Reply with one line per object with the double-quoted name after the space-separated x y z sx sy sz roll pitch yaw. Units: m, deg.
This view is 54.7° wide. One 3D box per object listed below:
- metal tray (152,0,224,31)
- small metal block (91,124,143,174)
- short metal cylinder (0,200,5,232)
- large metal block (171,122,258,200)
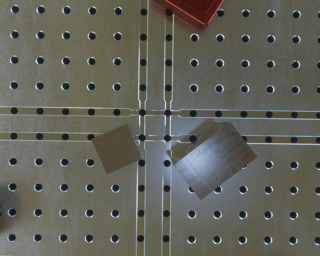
0.057 -0.209 0.411 0.090 0.030 0.130 33 90 -1 "metal tray"
-0.056 0.027 0.413 0.050 0.025 0.050 -24 90 -1 "small metal block"
-0.252 0.121 0.398 0.081 0.050 0.079 0 90 -1 "short metal cylinder"
0.062 0.037 0.387 0.080 0.080 0.050 -38 90 0 "large metal block"
